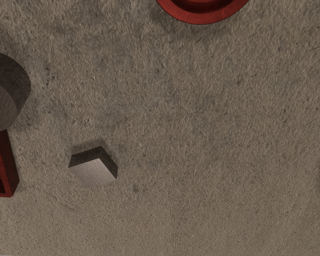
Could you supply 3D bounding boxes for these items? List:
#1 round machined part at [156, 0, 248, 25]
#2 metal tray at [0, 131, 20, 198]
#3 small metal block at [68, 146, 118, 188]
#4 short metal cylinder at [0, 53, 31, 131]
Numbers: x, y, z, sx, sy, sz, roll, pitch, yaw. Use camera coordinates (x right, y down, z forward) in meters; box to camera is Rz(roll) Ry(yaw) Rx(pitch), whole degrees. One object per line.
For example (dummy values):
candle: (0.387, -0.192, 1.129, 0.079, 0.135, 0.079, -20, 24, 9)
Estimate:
round machined part: (0.037, -0.146, 0.272, 0.099, 0.042, 0.097, -1, 130, 0)
metal tray: (-0.260, 0.045, 0.437, 0.091, 0.030, 0.129, 5, 130, -5)
small metal block: (-0.097, 0.058, 0.456, 0.050, 0.025, 0.050, -18, 128, 14)
short metal cylinder: (-0.196, -0.041, 0.353, 0.081, 0.050, 0.079, 0, 130, 0)
